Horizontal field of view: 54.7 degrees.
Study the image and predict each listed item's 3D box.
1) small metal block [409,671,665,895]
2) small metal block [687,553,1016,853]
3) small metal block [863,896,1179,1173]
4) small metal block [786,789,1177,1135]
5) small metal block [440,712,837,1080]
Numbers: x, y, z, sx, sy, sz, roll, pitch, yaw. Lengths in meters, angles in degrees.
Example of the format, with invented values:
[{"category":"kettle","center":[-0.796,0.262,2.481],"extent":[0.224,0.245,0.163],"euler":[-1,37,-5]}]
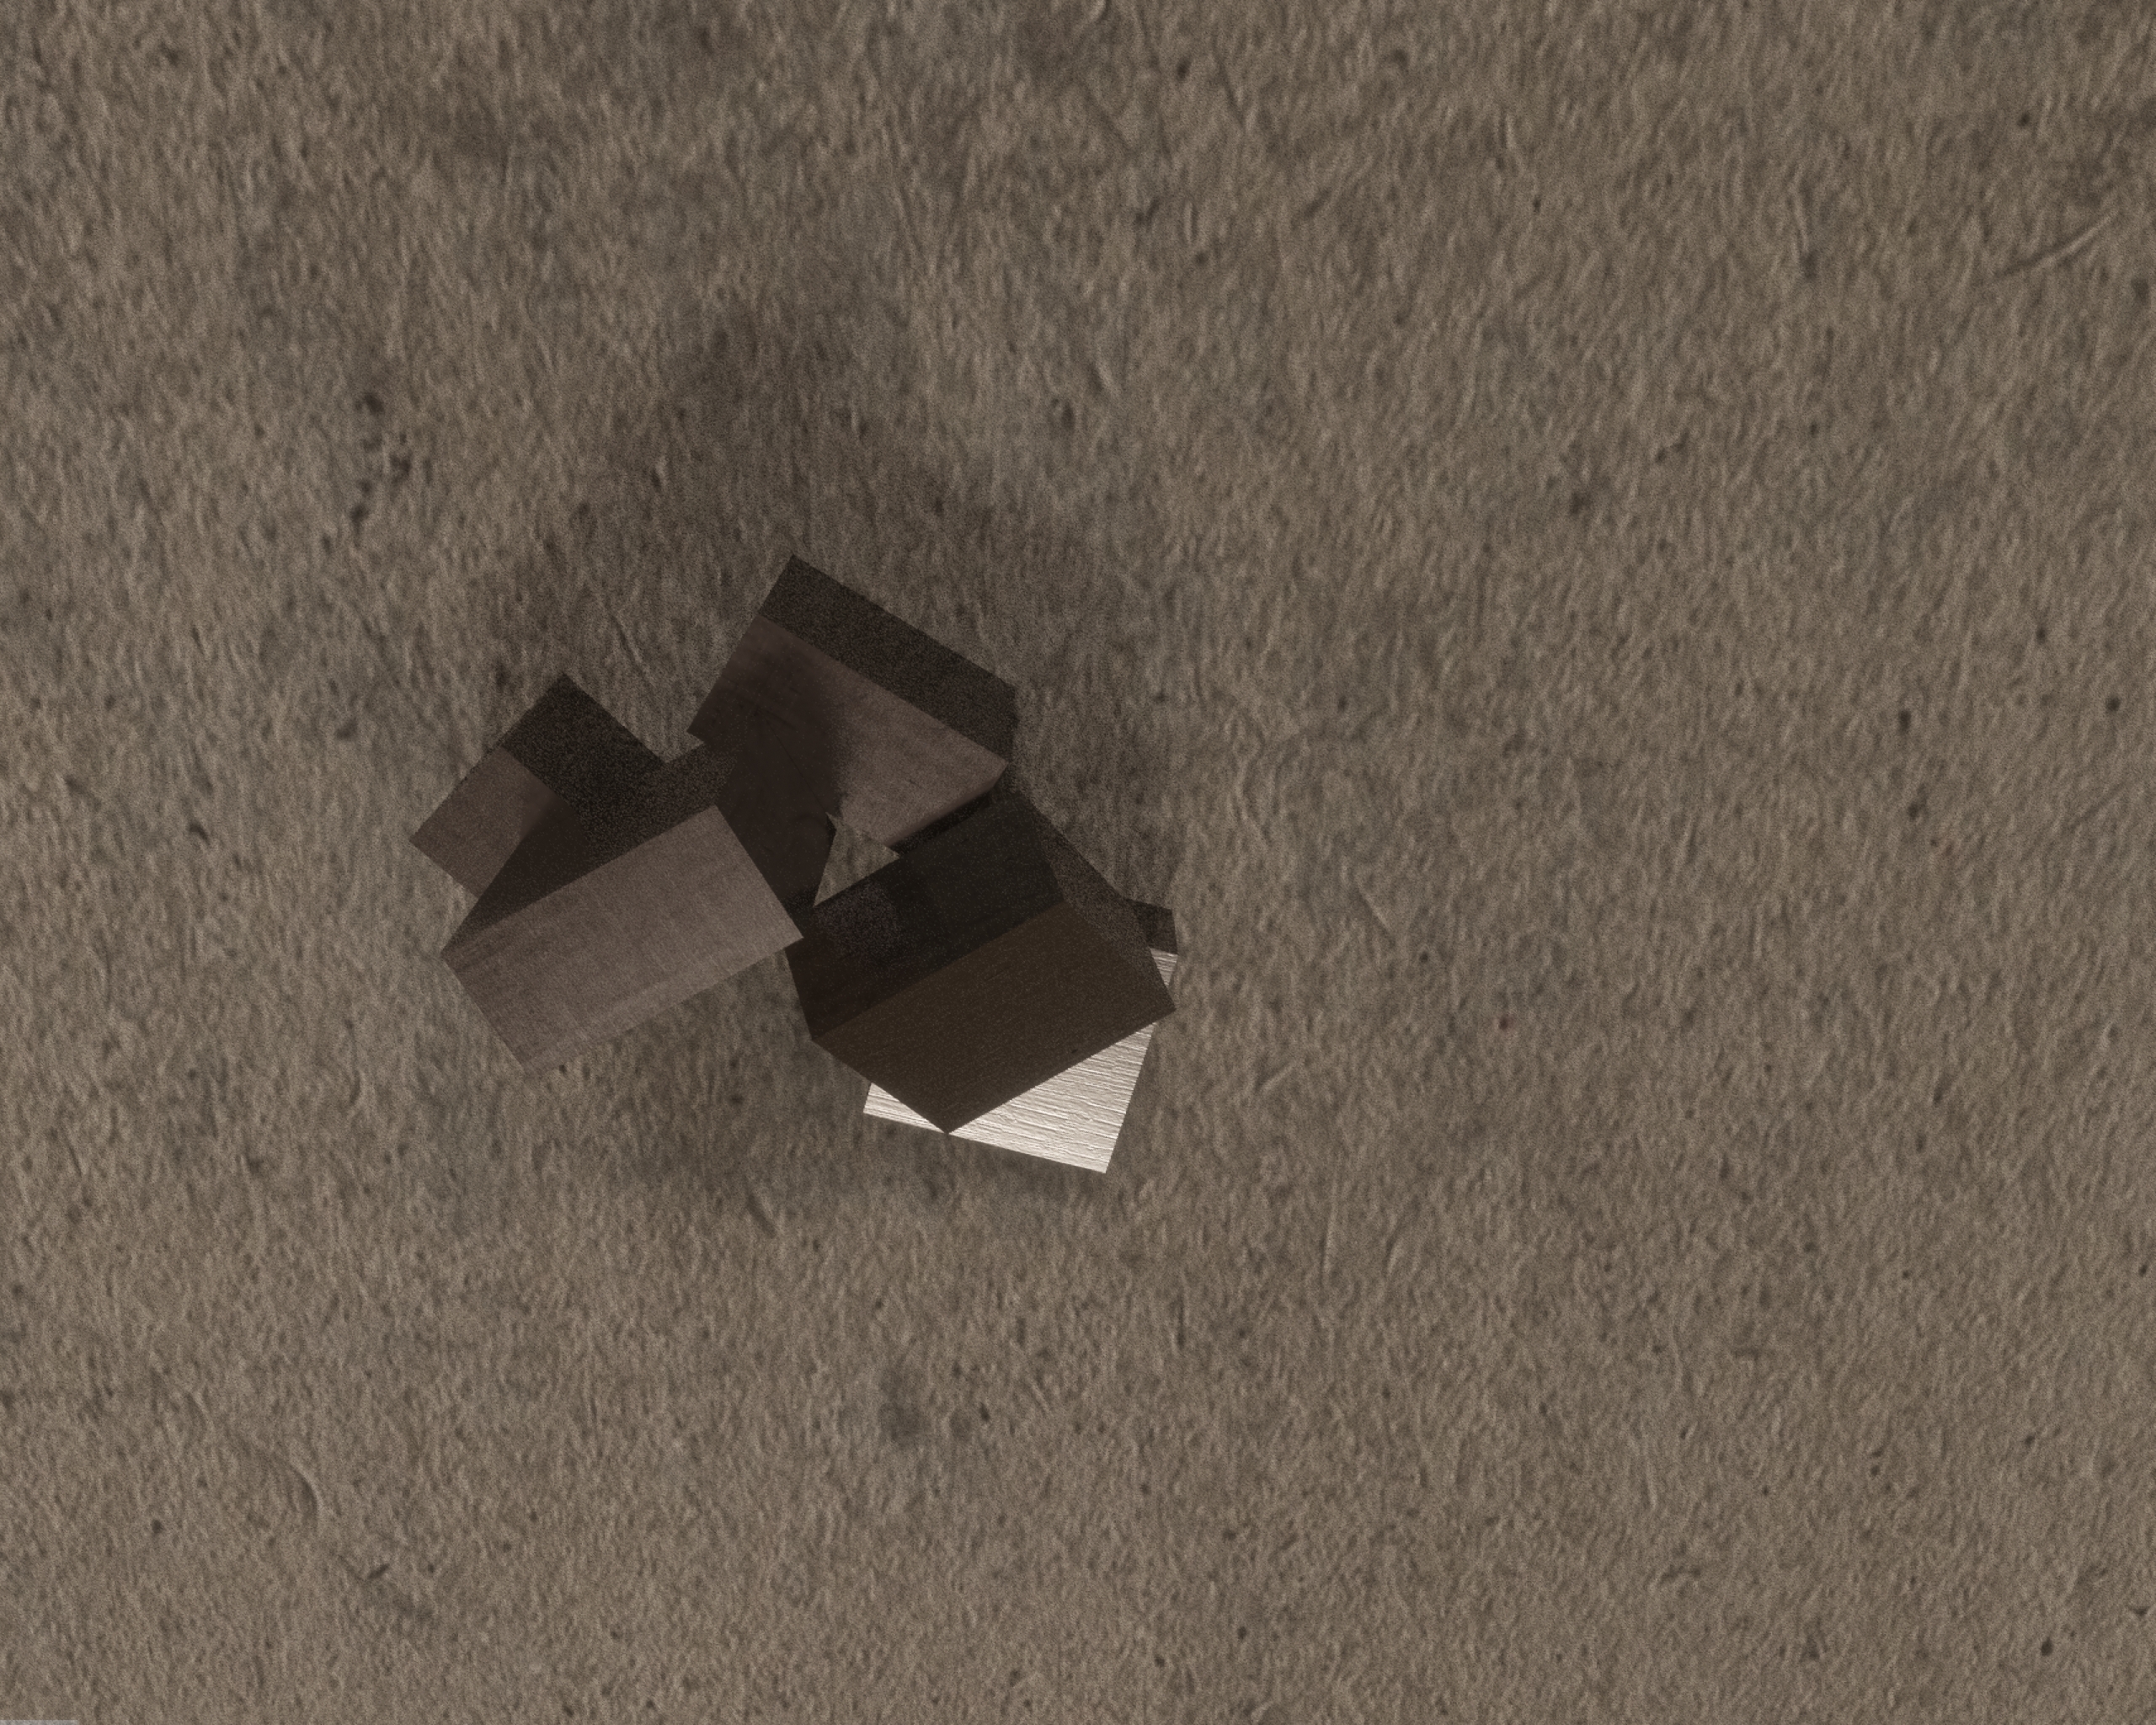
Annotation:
[{"category":"small metal block","center":[-0.092,-0.004,0.395],"extent":[0.025,0.050,0.050],"euler":[-43,105,14]},{"category":"small metal block","center":[-0.040,-0.029,0.387],"extent":[0.050,0.050,0.025],"euler":[31,107,-11]},{"category":"small metal block","center":[-0.012,0.030,0.422],"extent":[0.050,0.025,0.050],"euler":[15,109,-6]},{"category":"small metal block","center":[-0.017,0.019,0.378],"extent":[0.050,0.025,0.050],"euler":[-30,145,10]},{"category":"small metal block","center":[-0.071,0.004,0.345],"extent":[0.050,0.050,0.025],"euler":[-28,108,9]}]
